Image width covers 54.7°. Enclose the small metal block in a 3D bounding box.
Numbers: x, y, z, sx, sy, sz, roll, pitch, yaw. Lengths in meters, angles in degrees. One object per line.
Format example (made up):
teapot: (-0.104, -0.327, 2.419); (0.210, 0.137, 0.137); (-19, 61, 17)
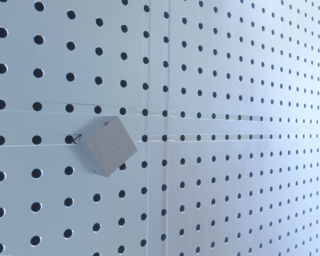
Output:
small metal block: (-0.061, 0.021, 0.359); (0.050, 0.025, 0.050); (-42, 116, -32)
